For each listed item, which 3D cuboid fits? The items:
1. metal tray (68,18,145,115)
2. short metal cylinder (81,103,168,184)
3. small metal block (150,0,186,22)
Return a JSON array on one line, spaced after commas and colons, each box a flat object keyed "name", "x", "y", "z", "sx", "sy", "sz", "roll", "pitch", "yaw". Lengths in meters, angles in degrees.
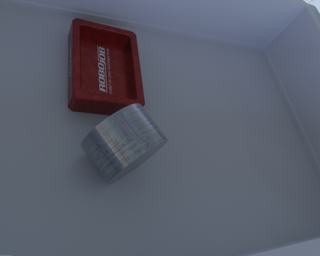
[{"name": "metal tray", "x": -0.073, "y": -0.080, "z": 0.412, "sx": 0.091, "sy": 0.030, "sz": 0.130, "roll": 6, "pitch": 59, "yaw": -26}, {"name": "short metal cylinder", "x": -0.038, "y": 0.017, "z": 0.340, "sx": 0.081, "sy": 0.080, "sz": 0.050, "roll": -31, "pitch": 80, "yaw": -38}, {"name": "small metal block", "x": 0.013, "y": -0.220, "z": 0.552, "sx": 0.050, "sy": 0.025, "sz": 0.050, "roll": -1, "pitch": 62, "yaw": -29}]
